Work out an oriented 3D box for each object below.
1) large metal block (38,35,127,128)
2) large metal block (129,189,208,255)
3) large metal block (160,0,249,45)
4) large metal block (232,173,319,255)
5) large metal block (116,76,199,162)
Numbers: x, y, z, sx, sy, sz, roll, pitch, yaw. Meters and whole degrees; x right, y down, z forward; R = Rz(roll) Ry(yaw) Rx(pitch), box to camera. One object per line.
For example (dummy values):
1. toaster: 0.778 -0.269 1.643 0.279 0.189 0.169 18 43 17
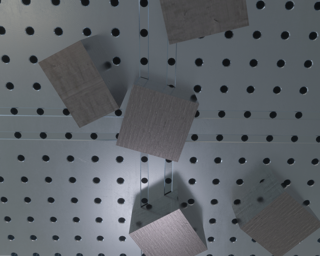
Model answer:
1. large metal block: -0.084 -0.058 0.362 0.050 0.080 0.080 -25 108 9
2. large metal block: 0.012 0.150 0.455 0.080 0.050 0.080 -30 108 10
3. large metal block: 0.043 -0.129 0.337 0.080 0.080 0.050 -13 110 4
4. large metal block: 0.167 0.126 0.448 0.080 0.050 0.080 40 105 -14
5. large metal block: -0.004 -0.012 0.395 0.080 0.050 0.080 16 109 -6
